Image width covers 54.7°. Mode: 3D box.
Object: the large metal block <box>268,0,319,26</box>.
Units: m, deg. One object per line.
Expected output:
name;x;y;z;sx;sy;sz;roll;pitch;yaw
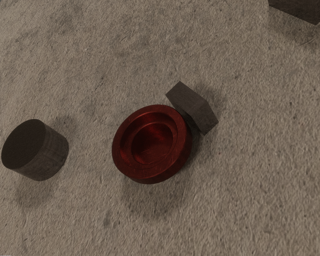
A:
large metal block;0.197;-0.192;0.402;0.080;0.050;0.080;-42;51;-1

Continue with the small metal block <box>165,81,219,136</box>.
small metal block;0.040;-0.024;0.381;0.025;0.050;0.050;-44;51;-2

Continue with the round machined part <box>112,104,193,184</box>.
round machined part;-0.006;0.023;0.381;0.098;0.042;0.098;-13;56;20

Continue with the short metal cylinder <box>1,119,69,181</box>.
short metal cylinder;-0.185;0.033;0.462;0.080;0.050;0.080;-13;56;20
